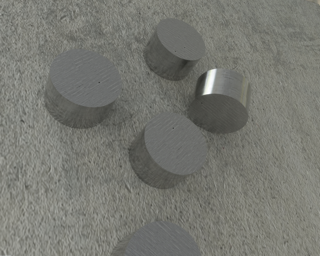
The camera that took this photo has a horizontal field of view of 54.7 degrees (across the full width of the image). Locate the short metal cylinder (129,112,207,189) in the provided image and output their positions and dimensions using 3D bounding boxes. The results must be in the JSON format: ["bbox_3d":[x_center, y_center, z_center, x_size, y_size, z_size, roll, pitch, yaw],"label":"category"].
[{"bbox_3d":[0.009,0.028,0.375,0.081,0.050,0.080,14,56,-21],"label":"short metal cylinder"}]

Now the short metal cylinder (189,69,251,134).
[{"bbox_3d":[0.085,-0.037,0.436,0.080,0.080,0.050,27,52,-11],"label":"short metal cylinder"}]

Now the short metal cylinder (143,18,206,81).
[{"bbox_3d":[0.022,-0.119,0.472,0.081,0.050,0.080,14,56,-21],"label":"short metal cylinder"}]

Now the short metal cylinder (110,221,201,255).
[{"bbox_3d":[-0.005,0.137,0.301,0.081,0.050,0.080,14,56,-21],"label":"short metal cylinder"}]

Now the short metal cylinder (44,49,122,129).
[{"bbox_3d":[-0.091,-0.046,0.366,0.081,0.050,0.080,14,56,-21],"label":"short metal cylinder"}]
